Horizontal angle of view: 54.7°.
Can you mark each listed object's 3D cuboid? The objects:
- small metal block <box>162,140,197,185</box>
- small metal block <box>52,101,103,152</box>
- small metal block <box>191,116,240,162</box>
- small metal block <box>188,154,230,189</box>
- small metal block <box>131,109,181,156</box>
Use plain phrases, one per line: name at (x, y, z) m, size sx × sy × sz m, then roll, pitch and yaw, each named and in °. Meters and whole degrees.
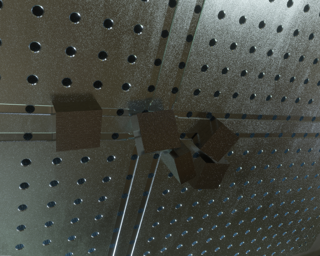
small metal block at (0.024, 0.042, 0.436) m, size 0.025 × 0.050 × 0.050 m, roll -26°, pitch 128°, yaw -13°
small metal block at (-0.096, -0.003, 0.358) m, size 0.050 × 0.025 × 0.050 m, roll -5°, pitch 121°, yaw -26°
small metal block at (0.085, 0.017, 0.471) m, size 0.050 × 0.025 × 0.050 m, roll -50°, pitch 129°, yaw 7°
small metal block at (0.077, 0.071, 0.500) m, size 0.050 × 0.025 × 0.050 m, roll 7°, pitch 115°, yaw -32°
small metal block at (-0.005, 0.006, 0.396) m, size 0.050 × 0.025 × 0.050 m, roll -8°, pitch 81°, yaw -25°
